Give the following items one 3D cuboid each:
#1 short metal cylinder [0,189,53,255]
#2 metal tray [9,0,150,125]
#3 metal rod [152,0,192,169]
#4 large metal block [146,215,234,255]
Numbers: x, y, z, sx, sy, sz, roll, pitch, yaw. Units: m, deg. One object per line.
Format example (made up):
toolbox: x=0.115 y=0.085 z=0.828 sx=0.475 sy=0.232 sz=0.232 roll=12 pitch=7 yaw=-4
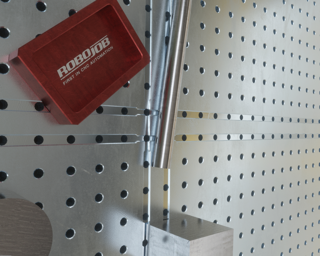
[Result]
short metal cylinder: x=-0.144 y=0.097 z=0.273 sx=0.081 sy=0.050 sz=0.079 roll=0 pitch=90 yaw=-40
metal tray: x=-0.079 y=-0.076 z=0.339 sx=0.131 sy=0.030 sz=0.090 roll=-47 pitch=118 yaw=-30
metal rod: x=0.021 y=-0.094 z=0.426 sx=0.025 sy=0.025 sz=0.298 roll=13 pitch=82 yaw=-39
large metal block: x=0.038 y=0.154 z=0.406 sx=0.081 sy=0.080 sz=0.050 roll=3 pitch=88 yaw=-40
